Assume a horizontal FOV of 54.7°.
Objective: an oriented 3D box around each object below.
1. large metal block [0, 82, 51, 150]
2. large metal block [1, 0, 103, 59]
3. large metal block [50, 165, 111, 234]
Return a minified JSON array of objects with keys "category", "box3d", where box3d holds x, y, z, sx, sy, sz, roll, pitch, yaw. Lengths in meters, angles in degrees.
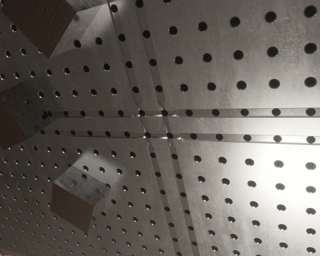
[{"category":"large metal block","box3d":[-0.242,-0.018,0.509,0.080,0.050,0.080,-19,109,35]},{"category":"large metal block","box3d":[-0.130,-0.145,0.372,0.080,0.050,0.080,46,129,-5]},{"category":"large metal block","box3d":[-0.141,0.125,0.544,0.080,0.050,0.079,27,128,10]}]
